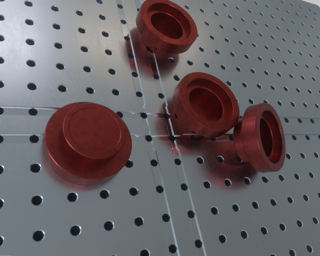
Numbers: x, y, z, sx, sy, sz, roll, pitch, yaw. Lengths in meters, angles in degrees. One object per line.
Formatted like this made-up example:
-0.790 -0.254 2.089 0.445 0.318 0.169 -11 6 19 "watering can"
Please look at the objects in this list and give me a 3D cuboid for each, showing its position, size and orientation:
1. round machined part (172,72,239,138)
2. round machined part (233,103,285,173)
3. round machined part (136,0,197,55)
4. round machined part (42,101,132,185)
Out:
0.062 -0.029 0.448 0.099 0.042 0.098 13 56 -21 "round machined part"
0.141 0.016 0.447 0.099 0.042 0.098 15 69 -46 "round machined part"
0.007 -0.156 0.496 0.099 0.042 0.098 13 56 -21 "round machined part"
-0.077 0.011 0.349 0.099 0.042 0.098 13 56 -21 "round machined part"
